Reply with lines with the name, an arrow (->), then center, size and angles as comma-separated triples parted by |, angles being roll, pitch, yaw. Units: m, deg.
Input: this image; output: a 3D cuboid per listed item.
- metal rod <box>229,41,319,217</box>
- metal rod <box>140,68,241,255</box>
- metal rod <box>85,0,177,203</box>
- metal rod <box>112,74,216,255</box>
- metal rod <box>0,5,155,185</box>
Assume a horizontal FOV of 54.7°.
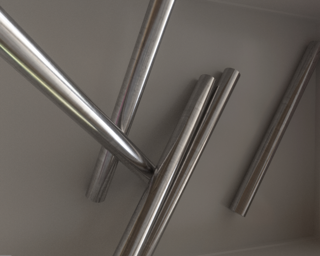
metal rod -> 0.184, -0.005, 0.477 | 0.025, 0.025, 0.300 | 32, 80, -17
metal rod -> 0.036, 0.045, 0.402 | 0.025, 0.025, 0.300 | 35, 71, -17
metal rod -> -0.028, -0.048, 0.338 | 0.025, 0.025, 0.298 | 15, 109, -20
metal rod -> 0.006, 0.051, 0.366 | 0.025, 0.025, 0.300 | 36, 61, -17
metal rod -> -0.059, -0.002, 0.302 | 0.025, 0.025, 0.300 | -52, 140, -12
